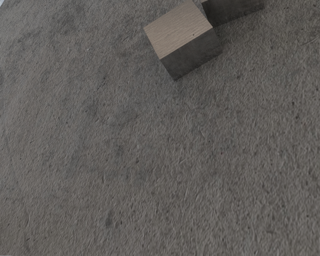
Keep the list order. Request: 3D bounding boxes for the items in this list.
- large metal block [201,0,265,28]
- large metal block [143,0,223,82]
[{"bbox_3d":[0.102,-0.207,0.461,0.080,0.050,0.080,-16,55,19],"label":"large metal block"},{"bbox_3d":[0.032,-0.128,0.450,0.080,0.050,0.080,-30,52,9],"label":"large metal block"}]
